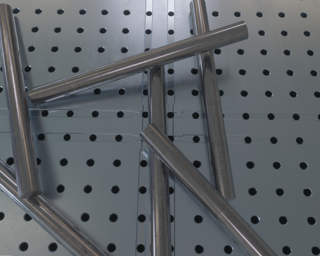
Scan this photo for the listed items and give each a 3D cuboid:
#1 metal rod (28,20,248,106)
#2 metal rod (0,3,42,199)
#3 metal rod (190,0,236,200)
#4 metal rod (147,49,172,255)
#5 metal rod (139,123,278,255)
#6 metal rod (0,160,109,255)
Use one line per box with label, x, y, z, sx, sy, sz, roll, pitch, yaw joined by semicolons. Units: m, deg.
metal rod;-0.031;-0.086;0.419;0.301;0.025;0.025;-17;71;3
metal rod;-0.195;-0.052;0.417;0.025;0.025;0.299;-17;66;-6
metal rod;0.069;-0.052;0.431;0.025;0.025;0.299;-4;70;-1
metal rod;-0.002;0.032;0.400;0.025;0.025;0.299;-2;70;-1
metal rod;0.085;0.110;0.357;0.025;0.025;0.300;-41;81;-13
metal rod;-0.128;0.111;0.370;0.300;0.025;0.025;36;74;12
